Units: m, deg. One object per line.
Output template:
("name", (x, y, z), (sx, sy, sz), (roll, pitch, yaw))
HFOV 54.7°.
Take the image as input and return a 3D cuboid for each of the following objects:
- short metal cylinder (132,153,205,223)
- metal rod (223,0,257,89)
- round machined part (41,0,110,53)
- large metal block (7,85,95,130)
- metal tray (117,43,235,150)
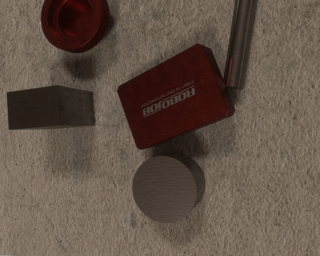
("short metal cylinder", (0.012, 0.073, 0.391), (0.080, 0.050, 0.079), (0, 90, 19))
("metal rod", (0.109, -0.196, 0.370), (0.025, 0.025, 0.298), (9, 93, 19))
("round machined part", (-0.115, -0.154, 0.439), (0.098, 0.042, 0.097), (0, 90, 19))
("large metal block", (-0.148, -0.025, 0.430), (0.080, 0.080, 0.050), (-4, 89, 19))
("metal tray", (0.016, -0.035, 0.388), (0.130, 0.030, 0.090), (-23, 83, 28))
